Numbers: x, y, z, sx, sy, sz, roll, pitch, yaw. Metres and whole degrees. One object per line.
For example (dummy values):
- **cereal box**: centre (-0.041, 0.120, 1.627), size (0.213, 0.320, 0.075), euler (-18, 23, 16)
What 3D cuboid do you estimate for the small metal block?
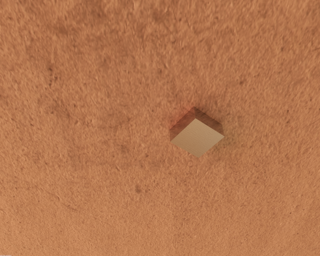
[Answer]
- **small metal block**: centre (0.048, 0.007, 0.413), size (0.050, 0.025, 0.050), euler (30, 124, -23)
